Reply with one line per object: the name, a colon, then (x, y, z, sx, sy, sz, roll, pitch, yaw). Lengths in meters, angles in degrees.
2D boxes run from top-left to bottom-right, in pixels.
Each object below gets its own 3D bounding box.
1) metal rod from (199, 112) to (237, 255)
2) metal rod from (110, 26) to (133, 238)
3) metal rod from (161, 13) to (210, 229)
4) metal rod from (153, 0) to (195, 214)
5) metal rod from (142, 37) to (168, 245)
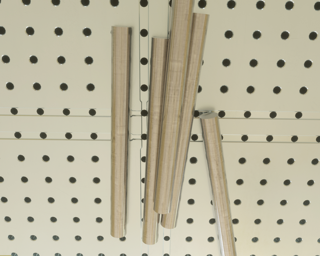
metal rod: (0.092, 0.121, 0.458, 0.025, 0.025, 0.298, -10, 110, 4)
metal rod: (-0.054, 0.019, 0.419, 0.025, 0.025, 0.298, 3, 110, -1)
metal rod: (0.030, 0.005, 0.415, 0.025, 0.025, 0.298, 6, 110, -2)
metal rod: (0.016, -0.028, 0.382, 0.025, 0.025, 0.298, 5, 109, -2)
metal rod: (-0.007, 0.031, 0.424, 0.025, 0.025, 0.298, 3, 110, -1)
